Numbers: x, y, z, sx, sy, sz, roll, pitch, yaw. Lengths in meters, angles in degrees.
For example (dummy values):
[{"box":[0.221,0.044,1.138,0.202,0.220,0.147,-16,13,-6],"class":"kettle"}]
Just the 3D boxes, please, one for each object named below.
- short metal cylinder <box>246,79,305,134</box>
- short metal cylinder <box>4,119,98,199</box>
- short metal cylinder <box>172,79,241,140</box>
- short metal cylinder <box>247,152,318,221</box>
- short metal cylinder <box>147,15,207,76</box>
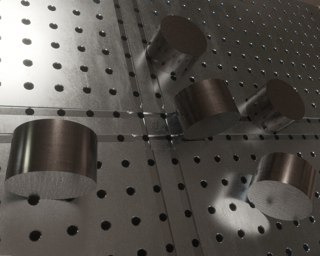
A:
[{"box":[0.194,-0.036,0.521,0.081,0.050,0.080,14,56,-21],"class":"short metal cylinder"},{"box":[-0.102,0.033,0.299,0.081,0.080,0.050,9,58,-24],"class":"short metal cylinder"},{"box":[0.062,-0.023,0.423,0.081,0.080,0.050,-4,64,-31],"class":"short metal cylinder"},{"box":[0.164,0.079,0.416,0.080,0.080,0.050,37,51,-4],"class":"short metal cylinder"},{"box":[0.026,-0.129,0.487,0.081,0.050,0.080,14,56,-21],"class":"short metal cylinder"}]
